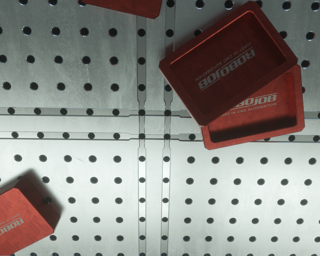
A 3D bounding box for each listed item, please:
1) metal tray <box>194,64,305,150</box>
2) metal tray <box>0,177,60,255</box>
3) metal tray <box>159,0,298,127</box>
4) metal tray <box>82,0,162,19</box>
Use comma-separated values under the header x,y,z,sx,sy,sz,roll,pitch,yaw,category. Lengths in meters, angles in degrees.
x,y,z,sx,sy,sz,roll,pitch,yaw,category
0.114,-0.029,0.401,0.131,0.030,0.089,-12,110,4,metal tray
-0.230,0.140,0.459,0.130,0.030,0.090,-29,108,9,metal tray
0.076,-0.072,0.358,0.130,0.030,0.090,-34,85,2,metal tray
-0.032,-0.195,0.338,0.091,0.030,0.129,11,110,-5,metal tray
